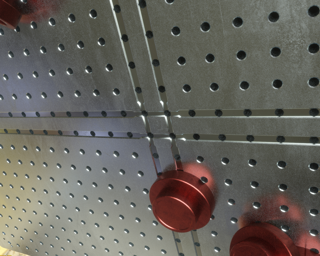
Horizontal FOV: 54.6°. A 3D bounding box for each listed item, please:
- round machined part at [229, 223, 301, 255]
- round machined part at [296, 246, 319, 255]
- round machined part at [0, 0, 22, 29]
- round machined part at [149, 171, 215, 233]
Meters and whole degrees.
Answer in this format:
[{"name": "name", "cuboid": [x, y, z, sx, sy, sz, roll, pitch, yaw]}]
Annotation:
[{"name": "round machined part", "cuboid": [0.132, 0.180, 0.412, 0.098, 0.042, 0.097, 1, 92, 48]}, {"name": "round machined part", "cuboid": [0.191, 0.215, 0.433, 0.098, 0.042, 0.097, 13, 124, 21]}, {"name": "round machined part", "cuboid": [-0.223, -0.169, 0.391, 0.098, 0.098, 0.042, 26, 89, 12]}, {"name": "round machined part", "cuboid": [0.027, 0.114, 0.457, 0.098, 0.042, 0.097, 13, 124, 21]}]
